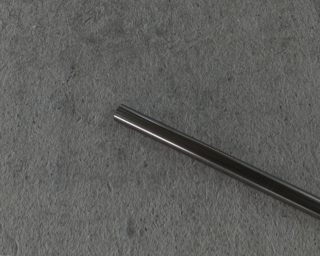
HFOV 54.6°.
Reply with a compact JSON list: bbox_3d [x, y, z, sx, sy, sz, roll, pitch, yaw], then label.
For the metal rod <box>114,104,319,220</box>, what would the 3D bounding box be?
[{"bbox_3d":[0.079,0.043,0.392,0.301,0.025,0.025,25,72,9],"label":"metal rod"}]
